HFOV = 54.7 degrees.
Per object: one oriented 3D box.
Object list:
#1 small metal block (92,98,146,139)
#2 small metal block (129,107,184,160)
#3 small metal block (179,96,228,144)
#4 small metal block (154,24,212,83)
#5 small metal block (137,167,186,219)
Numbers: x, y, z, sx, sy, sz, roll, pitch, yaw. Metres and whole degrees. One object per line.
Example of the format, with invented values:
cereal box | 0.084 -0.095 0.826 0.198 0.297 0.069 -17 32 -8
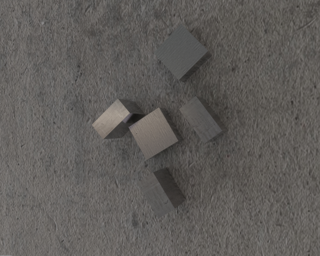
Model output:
small metal block | -0.054 -0.011 0.415 0.050 0.050 0.025 -43 77 15
small metal block | -0.005 0.007 0.411 0.050 0.025 0.050 -32 80 17
small metal block | 0.054 -0.010 0.376 0.025 0.050 0.050 -39 78 16
small metal block | 0.029 -0.095 0.399 0.050 0.025 0.050 -44 77 14
small metal block | 0.003 0.081 0.394 0.025 0.050 0.050 -35 79 17
